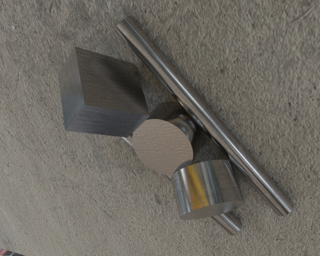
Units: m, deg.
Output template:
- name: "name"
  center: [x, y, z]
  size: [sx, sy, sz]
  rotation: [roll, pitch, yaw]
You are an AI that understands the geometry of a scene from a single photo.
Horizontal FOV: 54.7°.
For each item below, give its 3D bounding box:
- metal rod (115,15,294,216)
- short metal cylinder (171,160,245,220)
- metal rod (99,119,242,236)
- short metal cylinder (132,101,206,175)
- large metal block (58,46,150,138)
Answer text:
- name: "metal rod"
  center: [0.057, -0.010, 0.372]
  size: [0.300, 0.025, 0.025]
  rotation: [48, 129, -6]
- name: "short metal cylinder"
  center: [0.058, 0.078, 0.383]
  size: [0.080, 0.081, 0.050]
  rotation: [-36, 56, 38]
- name: "metal rod"
  center: [-0.004, 0.043, 0.436]
  size: [0.300, 0.025, 0.025]
  rotation: [42, 129, -1]
- name: "short metal cylinder"
  center: [0.012, 0.013, 0.393]
  size: [0.080, 0.050, 0.079]
  rotation: [13, 124, 21]
- name: "large metal block"
  center: [-0.067, -0.039, 0.364]
  size: [0.050, 0.081, 0.080]
  rotation: [-42, 53, 39]
